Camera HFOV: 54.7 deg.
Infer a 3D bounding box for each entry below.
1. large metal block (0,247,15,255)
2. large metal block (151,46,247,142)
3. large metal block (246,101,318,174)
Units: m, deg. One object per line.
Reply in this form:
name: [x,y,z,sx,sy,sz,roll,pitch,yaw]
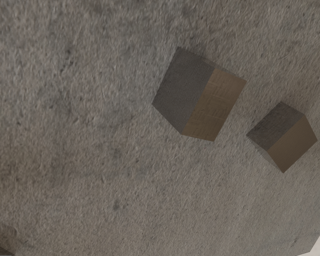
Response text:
large metal block: [-0.237,0.182,0.374,0.080,0.050,0.080,-35,129,-5]
large metal block: [0.043,-0.041,0.371,0.050,0.080,0.079,13,112,-34]
large metal block: [0.203,0.016,0.515,0.080,0.050,0.080,-45,130,3]
